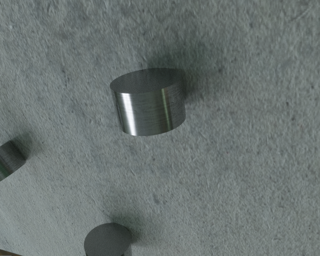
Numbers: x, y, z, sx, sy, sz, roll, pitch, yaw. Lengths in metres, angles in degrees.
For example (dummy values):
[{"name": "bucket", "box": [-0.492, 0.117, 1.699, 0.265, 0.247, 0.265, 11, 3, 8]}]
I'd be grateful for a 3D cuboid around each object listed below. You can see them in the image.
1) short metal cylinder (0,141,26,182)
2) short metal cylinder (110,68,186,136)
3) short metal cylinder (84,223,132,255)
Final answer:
[{"name": "short metal cylinder", "box": [-0.296, 0.066, 0.564, 0.080, 0.080, 0.050, -22, 106, 36]}, {"name": "short metal cylinder", "box": [-0.013, -0.032, 0.357, 0.080, 0.080, 0.050, 5, 121, 25]}, {"name": "short metal cylinder", "box": [-0.091, 0.218, 0.552, 0.080, 0.080, 0.050, 12, 124, 21]}]
